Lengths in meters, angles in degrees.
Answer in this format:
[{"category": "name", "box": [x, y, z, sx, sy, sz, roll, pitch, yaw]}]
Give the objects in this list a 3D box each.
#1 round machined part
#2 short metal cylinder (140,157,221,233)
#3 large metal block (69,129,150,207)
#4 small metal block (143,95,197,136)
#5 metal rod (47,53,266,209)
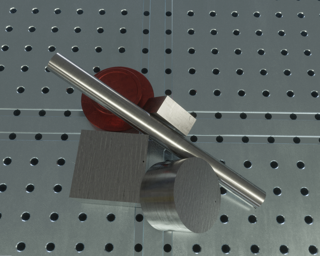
[{"category": "round machined part", "box": [-0.057, -0.041, 0.417, 0.099, 0.042, 0.098, 0, 70, -1]}, {"category": "short metal cylinder", "box": [0.024, 0.075, 0.348, 0.081, 0.050, 0.080, 15, 69, -43]}, {"category": "large metal block", "box": [-0.057, 0.051, 0.377, 0.081, 0.050, 0.080, 5, 70, 1]}, {"category": "small metal block", "box": [0.009, -0.015, 0.394, 0.050, 0.050, 0.025, 38, 74, -24]}, {"category": "metal rod", "box": [-0.002, 0.004, 0.376, 0.301, 0.025, 0.025, 34, 73, -2]}]
